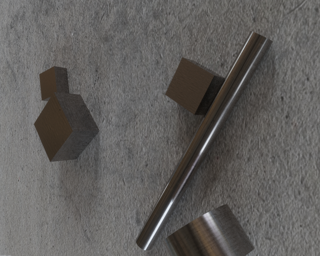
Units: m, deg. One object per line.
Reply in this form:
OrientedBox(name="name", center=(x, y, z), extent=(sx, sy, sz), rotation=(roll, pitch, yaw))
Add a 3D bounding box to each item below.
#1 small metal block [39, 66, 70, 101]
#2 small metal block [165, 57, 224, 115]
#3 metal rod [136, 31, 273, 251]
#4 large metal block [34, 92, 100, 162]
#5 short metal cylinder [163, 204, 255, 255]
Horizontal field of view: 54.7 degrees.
OrientedBox(name="small metal block", center=(-0.191, -0.079, 0.559), extent=(0.050, 0.025, 0.050), rotation=(-13, 82, 39))
OrientedBox(name="small metal block", center=(0.041, -0.049, 0.370), extent=(0.050, 0.025, 0.050), rotation=(38, 113, 33))
OrientedBox(name="metal rod", center=(0.042, 0.031, 0.368), extent=(0.025, 0.025, 0.298), rotation=(40, 114, 32))
OrientedBox(name="large metal block", center=(-0.157, -0.001, 0.515), extent=(0.080, 0.050, 0.080), rotation=(-47, 63, 29))
OrientedBox(name="short metal cylinder", center=(0.051, 0.123, 0.326), extent=(0.080, 0.081, 0.050), rotation=(-45, 63, 30))
